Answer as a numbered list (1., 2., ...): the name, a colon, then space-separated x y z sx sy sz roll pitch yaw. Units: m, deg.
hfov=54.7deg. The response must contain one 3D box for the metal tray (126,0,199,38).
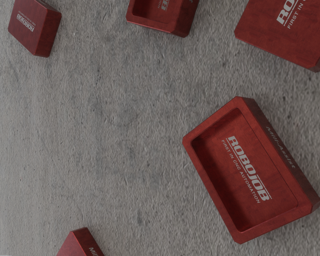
1. metal tray: 0.012 -0.189 0.391 0.090 0.030 0.129 28 107 36

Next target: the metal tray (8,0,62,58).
1. metal tray: -0.249 -0.206 0.607 0.130 0.030 0.089 40 114 32

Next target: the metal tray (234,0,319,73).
1. metal tray: 0.139 -0.129 0.287 0.090 0.030 0.129 37 113 33

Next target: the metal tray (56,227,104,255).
1. metal tray: -0.118 0.240 0.499 0.130 0.030 0.089 46 117 30

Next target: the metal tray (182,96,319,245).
1. metal tray: 0.089 0.043 0.327 0.090 0.030 0.130 -41 66 32
